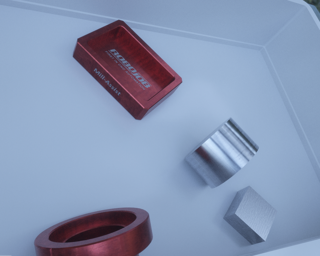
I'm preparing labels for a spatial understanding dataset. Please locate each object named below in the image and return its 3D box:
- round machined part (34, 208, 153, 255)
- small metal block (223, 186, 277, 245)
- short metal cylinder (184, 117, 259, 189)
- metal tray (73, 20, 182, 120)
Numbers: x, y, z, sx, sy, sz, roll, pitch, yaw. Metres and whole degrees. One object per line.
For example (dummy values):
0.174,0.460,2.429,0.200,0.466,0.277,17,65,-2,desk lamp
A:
-0.055,0.106,0.271,0.099,0.098,0.042,-10,90,-33,round machined part
0.118,0.113,0.403,0.050,0.025,0.050,43,51,1,small metal block
0.077,0.031,0.395,0.050,0.080,0.080,48,51,5,short metal cylinder
-0.043,-0.084,0.431,0.130,0.030,0.090,45,51,3,metal tray
